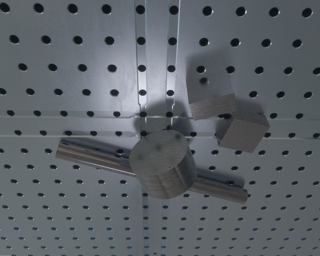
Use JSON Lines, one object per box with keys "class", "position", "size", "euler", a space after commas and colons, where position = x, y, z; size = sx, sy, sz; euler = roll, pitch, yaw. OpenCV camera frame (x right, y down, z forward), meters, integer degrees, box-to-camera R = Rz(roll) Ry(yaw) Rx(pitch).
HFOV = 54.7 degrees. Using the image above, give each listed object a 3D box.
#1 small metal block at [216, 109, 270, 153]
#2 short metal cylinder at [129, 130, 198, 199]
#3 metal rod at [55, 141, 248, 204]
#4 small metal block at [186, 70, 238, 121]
{"class": "small metal block", "position": [0.110, 0.004, 0.416], "size": [0.050, 0.025, 0.050], "euler": [12, 129, -11]}
{"class": "short metal cylinder", "position": [0.005, 0.048, 0.417], "size": [0.080, 0.080, 0.050], "euler": [-14, 129, 11]}
{"class": "metal rod", "position": [-0.003, 0.071, 0.472], "size": [0.302, 0.025, 0.025], "euler": [16, 128, -14]}
{"class": "small metal block", "position": [0.059, -0.039, 0.363], "size": [0.050, 0.050, 0.025], "euler": [-13, 129, 11]}
